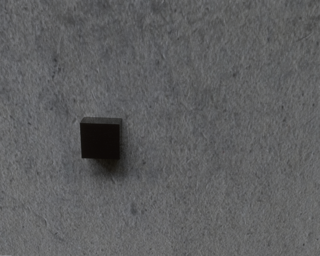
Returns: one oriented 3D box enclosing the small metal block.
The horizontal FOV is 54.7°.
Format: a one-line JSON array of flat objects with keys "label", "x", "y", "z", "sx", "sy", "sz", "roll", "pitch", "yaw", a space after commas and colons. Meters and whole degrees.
[{"label": "small metal block", "x": -0.078, "y": 0.013, "z": 0.414, "sx": 0.050, "sy": 0.025, "sz": 0.050, "roll": 2, "pitch": 110, "yaw": -1}]
